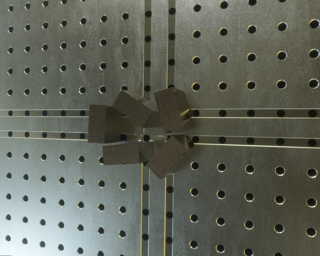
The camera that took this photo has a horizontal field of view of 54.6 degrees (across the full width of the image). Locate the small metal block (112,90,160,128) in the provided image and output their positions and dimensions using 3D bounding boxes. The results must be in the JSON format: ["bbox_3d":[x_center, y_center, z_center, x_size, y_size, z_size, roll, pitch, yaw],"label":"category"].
[{"bbox_3d":[-0.026,-0.025,0.409,0.050,0.050,0.025,35,102,16],"label":"small metal block"}]

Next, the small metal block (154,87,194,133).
[{"bbox_3d":[0.019,-0.021,0.392,0.025,0.050,0.050,-17,84,19],"label":"small metal block"}]

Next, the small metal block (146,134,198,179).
[{"bbox_3d":[0.016,0.035,0.393,0.025,0.050,0.050,44,104,15],"label":"small metal block"}]

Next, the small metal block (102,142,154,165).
[{"bbox_3d":[-0.041,0.033,0.414,0.050,0.050,0.025,-5,88,20],"label":"small metal block"}]

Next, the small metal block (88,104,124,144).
[{"bbox_3d":[-0.073,-0.006,0.426,0.025,0.050,0.050,4,92,20],"label":"small metal block"}]
